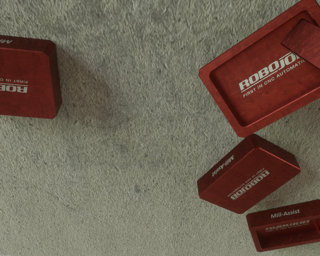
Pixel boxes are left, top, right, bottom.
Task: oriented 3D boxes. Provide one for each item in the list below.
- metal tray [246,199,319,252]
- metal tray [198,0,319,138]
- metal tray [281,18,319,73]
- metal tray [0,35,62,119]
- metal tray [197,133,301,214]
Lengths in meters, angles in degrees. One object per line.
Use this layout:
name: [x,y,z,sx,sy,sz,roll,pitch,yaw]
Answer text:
metal tray: [0.230,0.179,0.557,0.130,0.030,0.090,-16,129,13]
metal tray: [0.119,-0.059,0.326,0.130,0.030,0.090,-32,92,24]
metal tray: [0.190,-0.050,0.307,0.131,0.090,0.030,24,116,-31]
metal tray: [-0.185,-0.059,0.352,0.131,0.030,0.089,5,130,-5]
metal tray: [0.130,0.074,0.468,0.090,0.030,0.129,26,125,-21]
